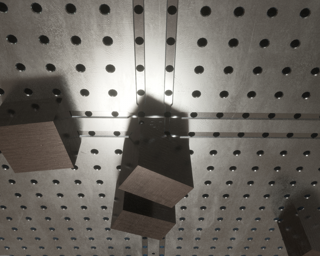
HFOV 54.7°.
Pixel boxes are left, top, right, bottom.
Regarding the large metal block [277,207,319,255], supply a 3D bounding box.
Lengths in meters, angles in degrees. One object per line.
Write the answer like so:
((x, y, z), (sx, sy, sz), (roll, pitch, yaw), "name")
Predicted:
((0.267, 0.197, 0.548), (0.080, 0.080, 0.050), (20, 127, -17), "large metal block")

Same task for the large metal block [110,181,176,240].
((-0.025, 0.114, 0.473), (0.081, 0.080, 0.050), (19, 127, -16), "large metal block")

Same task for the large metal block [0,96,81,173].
((-0.158, 0.010, 0.401), (0.080, 0.050, 0.080), (-6, 130, 4), "large metal block")

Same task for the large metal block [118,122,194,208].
((-0.005, 0.050, 0.418), (0.080, 0.080, 0.050), (25, 125, -20), "large metal block")
